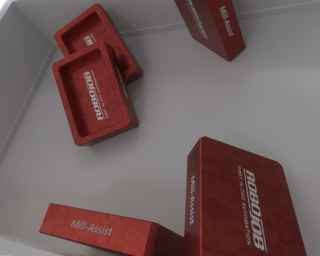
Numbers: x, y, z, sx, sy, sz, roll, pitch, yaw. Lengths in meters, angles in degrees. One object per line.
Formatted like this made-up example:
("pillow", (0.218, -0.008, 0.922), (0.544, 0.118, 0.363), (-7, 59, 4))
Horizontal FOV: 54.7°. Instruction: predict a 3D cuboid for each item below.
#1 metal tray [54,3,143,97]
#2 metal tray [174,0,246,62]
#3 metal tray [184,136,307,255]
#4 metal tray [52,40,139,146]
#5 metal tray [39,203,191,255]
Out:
("metal tray", (-0.097, -0.116, 0.486), (0.090, 0.030, 0.130), (-32, 79, 9))
("metal tray", (0.058, -0.154, 0.403), (0.030, 0.130, 0.090), (-42, 51, 0))
("metal tray", (0.069, 0.072, 0.263), (0.091, 0.030, 0.130), (19, 40, -10))
("metal tray", (-0.094, -0.048, 0.446), (0.090, 0.030, 0.129), (-22, 80, 15))
("metal tray", (-0.044, 0.112, 0.318), (0.130, 0.090, 0.030), (1, 63, 28))
